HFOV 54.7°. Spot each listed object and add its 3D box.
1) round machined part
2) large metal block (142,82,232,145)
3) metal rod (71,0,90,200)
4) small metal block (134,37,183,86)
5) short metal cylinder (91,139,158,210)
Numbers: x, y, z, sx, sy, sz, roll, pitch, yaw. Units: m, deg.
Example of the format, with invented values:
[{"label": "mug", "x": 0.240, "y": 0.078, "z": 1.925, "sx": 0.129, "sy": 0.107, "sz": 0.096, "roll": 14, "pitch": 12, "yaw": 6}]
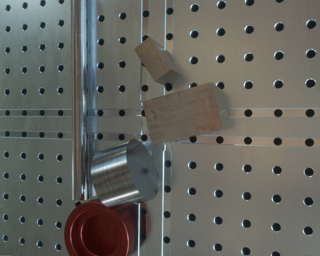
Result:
[{"label": "round machined part", "x": -0.079, "y": 0.146, "z": 0.430, "sx": 0.098, "sy": 0.042, "sz": 0.097, "roll": 0, "pitch": 90, "yaw": 19}, {"label": "large metal block", "x": 0.036, "y": -0.015, "z": 0.370, "sx": 0.080, "sy": 0.080, "sz": 0.050, "roll": -14, "pitch": 86, "yaw": 19}, {"label": "metal rod", "x": -0.117, "y": -0.046, "z": 0.452, "sx": 0.025, "sy": 0.025, "sz": 0.298, "roll": 0, "pitch": 90, "yaw": 19}, {"label": "small metal block", "x": -0.001, "y": -0.084, "z": 0.399, "sx": 0.025, "sy": 0.050, "sz": 0.050, "roll": -36, "pitch": 79, "yaw": 16}, {"label": "short metal cylinder", "x": -0.043, "y": 0.059, "z": 0.398, "sx": 0.050, "sy": 0.080, "sz": 0.080, "roll": -21, "pitch": 83, "yaw": 19}]
